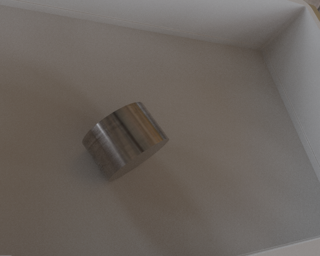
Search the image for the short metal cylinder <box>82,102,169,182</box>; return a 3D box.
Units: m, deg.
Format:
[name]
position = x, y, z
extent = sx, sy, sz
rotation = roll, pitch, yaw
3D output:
[short metal cylinder]
position = -0.037, 0.016, 0.342
extent = 0.081, 0.080, 0.050
rotation = -29, 78, -38
